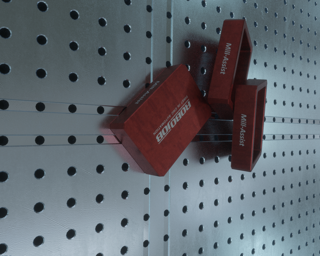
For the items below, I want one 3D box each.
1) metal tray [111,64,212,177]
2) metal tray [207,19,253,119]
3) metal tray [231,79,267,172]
[{"bbox_3d":[0.008,-0.012,0.411,0.130,0.030,0.090,-49,119,-29],"label":"metal tray"},{"bbox_3d":[0.110,-0.086,0.472,0.090,0.030,0.130,34,67,-62],"label":"metal tray"},{"bbox_3d":[0.141,-0.007,0.486,0.090,0.030,0.129,-27,120,-59],"label":"metal tray"}]
